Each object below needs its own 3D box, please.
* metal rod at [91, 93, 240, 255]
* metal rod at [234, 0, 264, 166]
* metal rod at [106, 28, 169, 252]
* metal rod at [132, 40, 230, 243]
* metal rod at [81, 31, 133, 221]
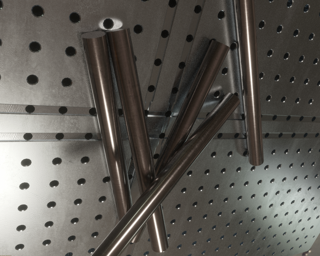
[{"bbox_3d":[0.012,0.061,0.387,0.301,0.025,0.025,-48,133,-24],"label":"metal rod"},{"bbox_3d":[0.132,-0.056,0.451,0.025,0.025,0.298,-27,128,-12],"label":"metal rod"},{"bbox_3d":[-0.022,0.032,0.383,0.025,0.025,0.298,-18,114,-19],"label":"metal rod"},{"bbox_3d":[0.018,0.027,0.422,0.025,0.025,0.298,15,105,-35],"label":"metal rod"},{"bbox_3d":[-0.059,0.029,0.398,0.025,0.025,0.298,-17,126,-19],"label":"metal rod"}]
